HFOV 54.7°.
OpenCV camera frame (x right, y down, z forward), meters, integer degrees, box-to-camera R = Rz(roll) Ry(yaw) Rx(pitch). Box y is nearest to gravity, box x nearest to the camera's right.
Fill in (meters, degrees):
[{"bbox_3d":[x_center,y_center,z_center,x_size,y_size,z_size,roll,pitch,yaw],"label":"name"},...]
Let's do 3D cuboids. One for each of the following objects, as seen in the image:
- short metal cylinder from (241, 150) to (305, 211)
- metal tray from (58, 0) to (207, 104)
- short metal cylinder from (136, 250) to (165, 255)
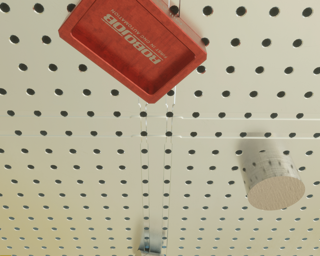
[{"bbox_3d":[0.167,0.079,0.464,0.081,0.050,0.079,0,130,0],"label":"short metal cylinder"},{"bbox_3d":[-0.026,-0.094,0.328,0.130,0.030,0.090,36,121,-27],"label":"metal tray"},{"bbox_3d":[-0.025,0.292,0.624,0.050,0.080,0.079,15,128,-13],"label":"short metal cylinder"}]
